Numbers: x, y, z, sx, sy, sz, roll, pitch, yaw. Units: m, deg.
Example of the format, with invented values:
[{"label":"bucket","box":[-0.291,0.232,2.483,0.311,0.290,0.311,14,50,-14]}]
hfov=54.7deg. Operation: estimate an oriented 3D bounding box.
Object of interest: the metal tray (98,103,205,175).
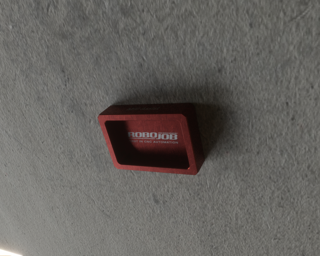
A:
[{"label":"metal tray","box":[-0.012,0.014,0.417,0.130,0.030,0.089,0,119,27]}]
